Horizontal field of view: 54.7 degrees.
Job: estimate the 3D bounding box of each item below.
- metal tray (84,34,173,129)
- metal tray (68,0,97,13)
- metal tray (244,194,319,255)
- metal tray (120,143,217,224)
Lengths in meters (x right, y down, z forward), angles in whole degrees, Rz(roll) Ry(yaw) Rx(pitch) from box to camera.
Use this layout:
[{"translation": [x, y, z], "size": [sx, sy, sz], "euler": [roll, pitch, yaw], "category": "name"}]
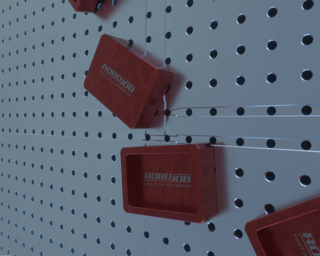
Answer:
[{"translation": [-0.051, -0.068, 0.446], "size": [0.130, 0.030, 0.089], "euler": [39, 114, 32], "category": "metal tray"}, {"translation": [-0.137, -0.262, 0.501], "size": [0.130, 0.030, 0.089], "euler": [55, 136, 24], "category": "metal tray"}, {"translation": [0.148, 0.134, 0.283], "size": [0.090, 0.030, 0.130], "euler": [-35, 69, 34], "category": "metal tray"}, {"translation": [0.006, 0.067, 0.398], "size": [0.130, 0.030, 0.089], "euler": [-5, 87, 39], "category": "metal tray"}]
